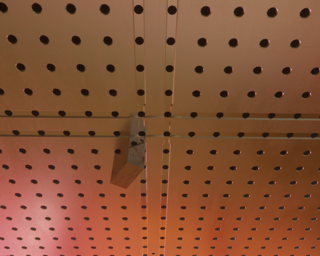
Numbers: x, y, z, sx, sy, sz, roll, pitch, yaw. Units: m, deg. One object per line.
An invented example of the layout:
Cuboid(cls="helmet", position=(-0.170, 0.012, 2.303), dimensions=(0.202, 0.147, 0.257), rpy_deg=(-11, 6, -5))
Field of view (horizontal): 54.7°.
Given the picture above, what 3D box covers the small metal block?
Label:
Cuboid(cls="small metal block", position=(-0.045, 0.049, 0.436), dimensions=(0.025, 0.050, 0.050), rpy_deg=(25, 125, -20))
